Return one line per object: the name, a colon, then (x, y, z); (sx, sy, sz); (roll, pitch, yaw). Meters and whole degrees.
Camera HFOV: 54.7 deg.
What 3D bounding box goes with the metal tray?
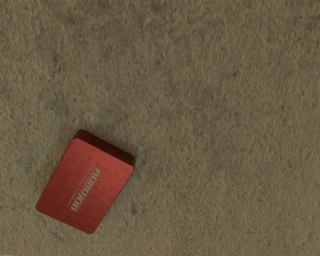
metal tray: (-0.104, 0.078, 0.434); (0.090, 0.030, 0.129); (29, 107, -11)
